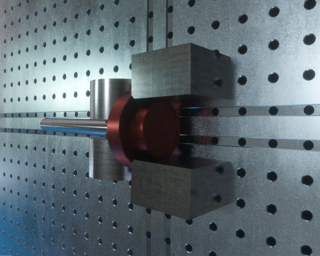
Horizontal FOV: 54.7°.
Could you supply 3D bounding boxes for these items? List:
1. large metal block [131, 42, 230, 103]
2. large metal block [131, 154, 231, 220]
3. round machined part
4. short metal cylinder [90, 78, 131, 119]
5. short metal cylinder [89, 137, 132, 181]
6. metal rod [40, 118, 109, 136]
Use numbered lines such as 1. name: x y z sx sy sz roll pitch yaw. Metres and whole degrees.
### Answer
1. large metal block: 0.025 -0.058 0.354 0.080 0.081 0.050 0 90 40
2. large metal block: 0.024 0.062 0.354 0.080 0.081 0.050 4 93 40
3. round machined part: -0.012 0.002 0.371 0.042 0.099 0.097 1 91 40
4. short metal cylinder: -0.053 -0.037 0.418 0.080 0.081 0.050 1 91 40
5. short metal cylinder: -0.054 0.038 0.418 0.080 0.081 0.050 2 92 40
6. metal rod: -0.107 -0.001 0.483 0.300 0.025 0.025 3 92 44
